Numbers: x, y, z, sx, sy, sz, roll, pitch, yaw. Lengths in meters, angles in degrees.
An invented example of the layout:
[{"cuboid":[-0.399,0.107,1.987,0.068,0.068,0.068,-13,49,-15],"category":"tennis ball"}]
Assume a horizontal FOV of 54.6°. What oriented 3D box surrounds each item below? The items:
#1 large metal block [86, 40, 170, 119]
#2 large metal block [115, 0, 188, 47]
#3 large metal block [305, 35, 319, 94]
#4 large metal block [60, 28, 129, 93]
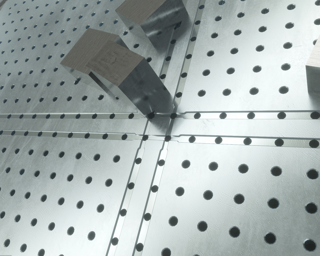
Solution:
[{"cuboid":[-0.045,-0.069,0.440,0.080,0.080,0.050,35,82,38],"category":"large metal block"},{"cuboid":[-0.014,-0.194,0.520,0.080,0.050,0.080,-45,51,-3],"category":"large metal block"},{"cuboid":[0.212,-0.076,0.328,0.080,0.050,0.080,19,72,35],"category":"large metal block"},{"cuboid":[-0.105,-0.115,0.519,0.080,0.050,0.080,25,75,37],"category":"large metal block"}]
